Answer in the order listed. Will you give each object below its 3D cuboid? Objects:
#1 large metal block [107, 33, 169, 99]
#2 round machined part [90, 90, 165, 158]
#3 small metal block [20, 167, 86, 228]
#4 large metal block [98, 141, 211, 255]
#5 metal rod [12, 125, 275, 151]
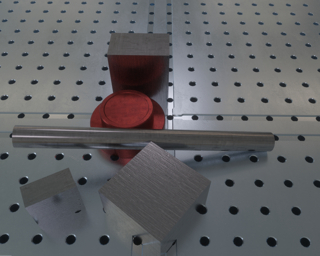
[{"bbox_3d":[-0.028,-0.087,0.445,0.081,0.080,0.050,1,50,0],"label":"large metal block"},{"bbox_3d":[-0.042,-0.012,0.407,0.099,0.042,0.098,0,50,0],"label":"round machined part"},{"bbox_3d":[-0.112,0.074,0.328,0.050,0.050,0.025,-22,54,-17],"label":"small metal block"},{"bbox_3d":[-0.005,0.074,0.329,0.080,0.050,0.080,33,57,24],"label":"large metal block"},{"bbox_3d":[-0.009,0.013,0.365,0.302,0.025,0.025,2,50,-11],"label":"metal rod"}]
